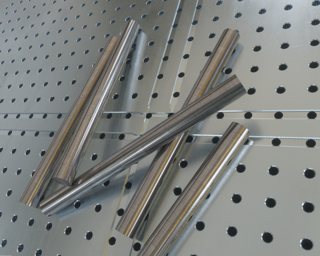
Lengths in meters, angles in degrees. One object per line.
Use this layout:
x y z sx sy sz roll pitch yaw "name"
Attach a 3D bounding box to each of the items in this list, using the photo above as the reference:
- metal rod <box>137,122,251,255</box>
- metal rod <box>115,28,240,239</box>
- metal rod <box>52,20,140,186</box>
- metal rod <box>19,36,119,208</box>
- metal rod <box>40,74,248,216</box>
0.004 0.118 0.332 0.025 0.025 0.300 30 78 37 "metal rod"
0.030 -0.005 0.394 0.025 0.025 0.300 18 71 34 "metal rod"
-0.085 -0.056 0.464 0.025 0.025 0.300 -1 55 27 "metal rod"
-0.132 -0.021 0.488 0.025 0.025 0.300 10 67 32 "metal rod"
-0.032 0.030 0.379 0.300 0.025 0.025 -33 51 16 "metal rod"
